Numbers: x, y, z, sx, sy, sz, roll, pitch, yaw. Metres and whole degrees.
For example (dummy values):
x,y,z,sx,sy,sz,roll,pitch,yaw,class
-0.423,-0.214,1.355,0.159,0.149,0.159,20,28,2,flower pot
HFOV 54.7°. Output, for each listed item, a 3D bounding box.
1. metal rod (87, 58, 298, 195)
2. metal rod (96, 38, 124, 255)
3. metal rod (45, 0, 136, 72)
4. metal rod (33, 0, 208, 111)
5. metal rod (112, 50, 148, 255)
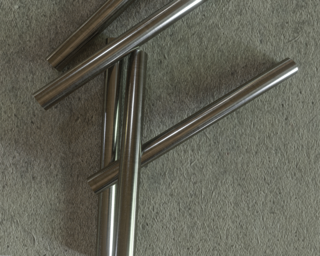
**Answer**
x,y,z,sx,sy,sz,roll,pitch,yaw,class
0.045,-0.005,0.396,0.301,0.025,0.025,-31,90,-6,metal rod
-0.066,0.033,0.409,0.025,0.025,0.298,3,90,0,metal rod
-0.032,-0.186,0.409,0.300,0.025,0.025,-44,90,0,metal rod
-0.023,-0.119,0.389,0.301,0.025,0.025,-36,90,-8,metal rod
-0.035,0.046,0.358,0.025,0.025,0.299,3,72,0,metal rod
